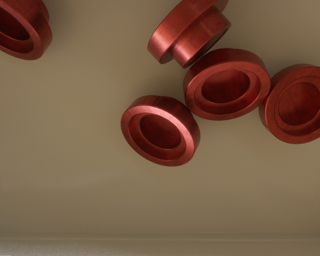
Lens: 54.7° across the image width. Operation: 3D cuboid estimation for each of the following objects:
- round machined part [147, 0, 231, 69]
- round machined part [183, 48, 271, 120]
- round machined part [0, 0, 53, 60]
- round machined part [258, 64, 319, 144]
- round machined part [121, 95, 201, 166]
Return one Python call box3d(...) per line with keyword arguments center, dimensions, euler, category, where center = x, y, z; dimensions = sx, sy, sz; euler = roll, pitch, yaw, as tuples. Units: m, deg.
box3d(center=(0.037, -0.102, 0.332), dimensions=(0.098, 0.098, 0.042), euler=(-42, 88, 14), category="round machined part")
box3d(center=(0.076, -0.055, 0.368), dimensions=(0.099, 0.042, 0.097), euler=(-3, 142, -2), category="round machined part")
box3d(center=(-0.162, -0.123, 0.336), dimensions=(0.098, 0.098, 0.042), euler=(28, 64, -10), category="round machined part")
box3d(center=(0.171, -0.032, 0.389), dimensions=(0.099, 0.042, 0.097), euler=(-2, 111, -6), category="round machined part")
box3d(center=(0.004, -0.001, 0.386), dimensions=(0.098, 0.042, 0.097), euler=(17, 136, 17), category="round machined part")
